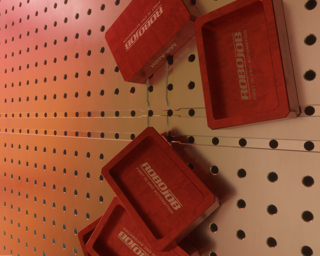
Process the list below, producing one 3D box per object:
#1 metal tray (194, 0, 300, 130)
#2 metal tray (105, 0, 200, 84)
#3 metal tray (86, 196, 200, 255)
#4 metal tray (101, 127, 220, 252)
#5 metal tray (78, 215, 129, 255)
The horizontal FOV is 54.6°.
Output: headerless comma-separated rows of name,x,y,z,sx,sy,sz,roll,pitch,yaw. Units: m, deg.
metal tray,0.089,-0.068,0.332,0.090,0.030,0.129,-11,83,39
metal tray,-0.014,-0.133,0.419,0.130,0.030,0.090,-38,67,33
metal tray,-0.026,0.159,0.402,0.130,0.030,0.090,33,95,26
metal tray,-0.003,0.072,0.383,0.090,0.030,0.130,-42,61,-1
metal tray,-0.069,0.199,0.464,0.090,0.030,0.130,-40,66,33
